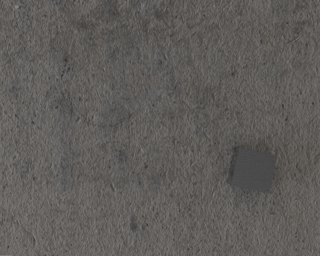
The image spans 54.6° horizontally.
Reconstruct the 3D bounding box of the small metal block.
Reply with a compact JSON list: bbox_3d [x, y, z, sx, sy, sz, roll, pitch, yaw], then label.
[{"bbox_3d":[0.121,0.055,0.411,0.050,0.025,0.050,12,90,0],"label":"small metal block"}]
